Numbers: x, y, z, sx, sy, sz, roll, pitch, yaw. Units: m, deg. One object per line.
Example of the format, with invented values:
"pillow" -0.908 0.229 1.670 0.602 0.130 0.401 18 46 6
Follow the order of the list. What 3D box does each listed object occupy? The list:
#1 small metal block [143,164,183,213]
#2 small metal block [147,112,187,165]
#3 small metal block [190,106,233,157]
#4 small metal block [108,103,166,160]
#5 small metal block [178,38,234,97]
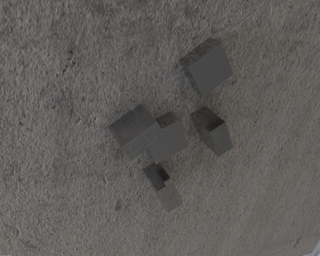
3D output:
"small metal block" 0.004 0.084 0.445 0.025 0.050 0.050 -30 129 -9
"small metal block" 0.004 0.014 0.418 0.050 0.025 0.050 -28 128 -11
"small metal block" 0.072 0.004 0.433 0.025 0.050 0.050 -32 129 -7
"small metal block" -0.029 0.003 0.377 0.050 0.050 0.025 -36 129 -5
"small metal block" 0.059 -0.076 0.392 0.050 0.025 0.050 -37 129 -4
